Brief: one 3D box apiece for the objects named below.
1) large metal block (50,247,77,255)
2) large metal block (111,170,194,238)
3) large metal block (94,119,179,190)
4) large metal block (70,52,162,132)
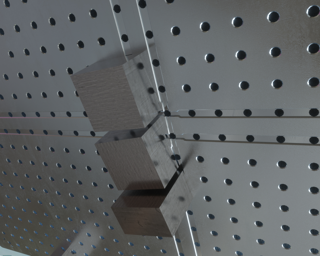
[{"bbox_3d":[-0.236,0.327,0.704,0.080,0.080,0.050,-32,101,38],"label":"large metal block"},{"bbox_3d":[-0.009,0.107,0.447,0.080,0.080,0.050,-8,114,32],"label":"large metal block"},{"bbox_3d":[-0.031,0.039,0.437,0.080,0.050,0.080,-9,114,32],"label":"large metal block"},{"bbox_3d":[-0.054,-0.044,0.397,0.080,0.050,0.080,-5,116,30],"label":"large metal block"}]
